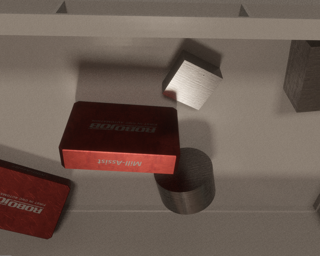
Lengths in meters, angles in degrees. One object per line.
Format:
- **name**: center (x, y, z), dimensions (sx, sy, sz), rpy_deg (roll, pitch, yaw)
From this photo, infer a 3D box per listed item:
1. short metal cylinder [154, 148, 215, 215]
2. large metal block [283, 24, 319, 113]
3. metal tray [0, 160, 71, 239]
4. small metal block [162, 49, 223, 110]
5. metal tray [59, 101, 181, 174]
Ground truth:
- **short metal cylinder**: center (0.036, 0.074, 0.436), dimensions (0.080, 0.080, 0.050), rpy_deg (-8, 130, 6)
- **large metal block**: center (0.189, -0.067, 0.339), dimensions (0.080, 0.050, 0.080), rpy_deg (-5, 130, 3)
- **metal tray**: center (-0.212, 0.105, 0.462), dimensions (0.131, 0.030, 0.090), rpy_deg (21, 93, -17)
- **small metal block**: center (0.037, -0.055, 0.363), dimensions (0.050, 0.025, 0.050), rpy_deg (22, 127, -18)
- **metal tray**: center (-0.044, 0.009, 0.373), dimensions (0.131, 0.090, 0.030), rpy_deg (4, 130, -4)
